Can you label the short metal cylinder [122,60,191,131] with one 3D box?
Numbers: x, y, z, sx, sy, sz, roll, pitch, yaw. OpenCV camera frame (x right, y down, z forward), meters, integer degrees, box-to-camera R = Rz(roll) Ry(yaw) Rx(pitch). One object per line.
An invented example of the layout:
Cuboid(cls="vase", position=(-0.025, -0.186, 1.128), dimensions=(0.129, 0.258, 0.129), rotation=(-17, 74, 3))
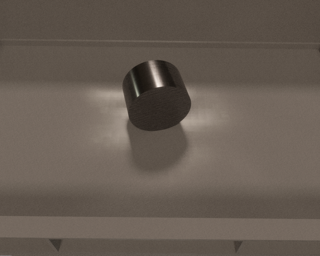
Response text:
Cuboid(cls="short metal cylinder", position=(-0.005, -0.041, 0.404), dimensions=(0.081, 0.080, 0.050), rotation=(-10, 51, -9))
